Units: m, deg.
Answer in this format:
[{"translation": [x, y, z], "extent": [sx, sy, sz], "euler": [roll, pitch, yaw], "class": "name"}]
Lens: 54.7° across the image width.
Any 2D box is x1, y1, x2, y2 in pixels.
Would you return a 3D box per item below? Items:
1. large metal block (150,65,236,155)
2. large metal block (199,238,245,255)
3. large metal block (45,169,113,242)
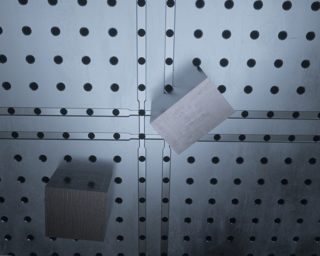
[{"translation": [0.035, -0.025, 0.376], "extent": [0.080, 0.080, 0.050], "euler": [-38, 106, 12], "class": "large metal block"}, {"translation": [0.095, 0.230, 0.471], "extent": [0.080, 0.080, 0.050], "euler": [-33, 107, 11], "class": "large metal block"}, {"translation": [-0.114, 0.108, 0.439], "extent": [0.081, 0.050, 0.079], "euler": [6, 110, -3], "class": "large metal block"}]
